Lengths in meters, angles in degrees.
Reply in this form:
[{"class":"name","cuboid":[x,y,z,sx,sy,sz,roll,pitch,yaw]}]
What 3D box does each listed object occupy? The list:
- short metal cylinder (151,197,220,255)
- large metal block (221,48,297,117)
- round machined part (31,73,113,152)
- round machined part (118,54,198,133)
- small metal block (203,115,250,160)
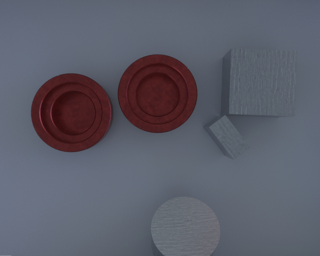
[{"class":"short metal cylinder","cuboid":[0.029,0.132,0.380,0.081,0.050,0.080,1,50,-1]},{"class":"large metal block","cuboid":[0.125,-0.055,0.401,0.081,0.050,0.079,2,90,-1]},{"class":"round machined part","cuboid":[-0.110,-0.019,0.401,0.099,0.042,0.097,0,90,-1]},{"class":"round machined part","cuboid":[-0.003,-0.043,0.403,0.099,0.042,0.097,0,90,-1]},{"class":"small metal block","cuboid":[0.084,0.011,0.400,0.025,0.050,0.050,-37,90,0]}]
